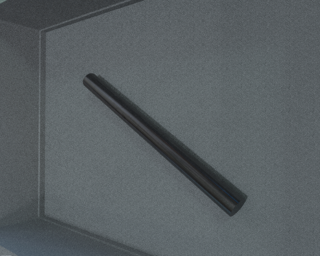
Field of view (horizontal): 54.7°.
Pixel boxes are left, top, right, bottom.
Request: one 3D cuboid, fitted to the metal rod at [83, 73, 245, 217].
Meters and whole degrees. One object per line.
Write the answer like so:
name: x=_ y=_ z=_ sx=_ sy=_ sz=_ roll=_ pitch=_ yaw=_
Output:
metal rod: x=-0.014 y=0.005 z=0.413 sx=0.300 sy=0.025 sz=0.025 roll=40 pitch=114 yaw=32
